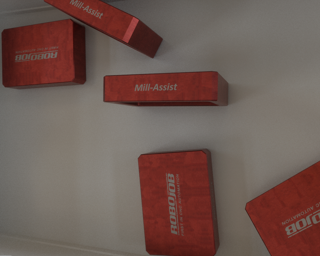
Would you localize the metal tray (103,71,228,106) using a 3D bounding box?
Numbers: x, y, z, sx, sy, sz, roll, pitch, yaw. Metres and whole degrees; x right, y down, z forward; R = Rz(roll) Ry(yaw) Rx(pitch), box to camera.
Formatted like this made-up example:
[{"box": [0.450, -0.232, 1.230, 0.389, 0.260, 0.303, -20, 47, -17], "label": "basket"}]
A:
[{"box": [0.010, -0.043, 0.371, 0.130, 0.090, 0.030, 1, 91, 19], "label": "metal tray"}]

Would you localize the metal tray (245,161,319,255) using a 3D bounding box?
[{"box": [0.170, 0.092, 0.329, 0.130, 0.030, 0.090, -36, 53, 16], "label": "metal tray"}]

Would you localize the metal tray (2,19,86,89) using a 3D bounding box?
[{"box": [-0.177, -0.108, 0.469, 0.130, 0.030, 0.089, -1, 90, 19], "label": "metal tray"}]

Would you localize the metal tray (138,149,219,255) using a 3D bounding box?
[{"box": [0.024, 0.095, 0.399, 0.090, 0.030, 0.129, -6, 88, 19], "label": "metal tray"}]

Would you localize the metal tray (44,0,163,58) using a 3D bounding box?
[{"box": [-0.070, -0.138, 0.399, 0.130, 0.090, 0.030, 30, 100, 17], "label": "metal tray"}]
